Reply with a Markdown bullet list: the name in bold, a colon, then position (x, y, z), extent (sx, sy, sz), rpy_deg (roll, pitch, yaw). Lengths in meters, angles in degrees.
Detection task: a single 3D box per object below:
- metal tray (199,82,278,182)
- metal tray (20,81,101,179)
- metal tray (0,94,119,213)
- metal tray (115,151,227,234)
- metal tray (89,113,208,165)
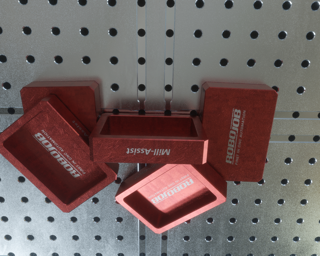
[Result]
- **metal tray**: position (0.097, 0.007, 0.414), extent (0.091, 0.030, 0.129), rpy_deg (3, 110, -2)
- **metal tray**: position (-0.124, 0.005, 0.411), extent (0.091, 0.030, 0.129), rpy_deg (-1, 111, 0)
- **metal tray**: position (-0.126, 0.035, 0.388), extent (0.090, 0.030, 0.130), rpy_deg (-36, 107, 11)
- **metal tray**: position (0.014, 0.087, 0.423), extent (0.130, 0.030, 0.090), rpy_deg (-37, 108, 30)
- **metal tray**: position (-0.013, 0.010, 0.381), extent (0.131, 0.090, 0.030), rpy_deg (1, 110, -1)
